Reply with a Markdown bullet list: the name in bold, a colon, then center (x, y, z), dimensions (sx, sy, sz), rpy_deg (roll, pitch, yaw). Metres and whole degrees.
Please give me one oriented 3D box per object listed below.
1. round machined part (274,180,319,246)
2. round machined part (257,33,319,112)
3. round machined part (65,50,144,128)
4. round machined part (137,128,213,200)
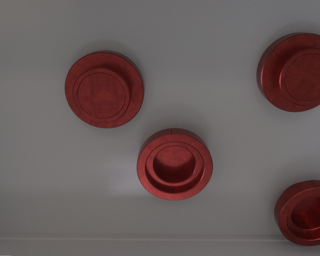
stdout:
- **round machined part**: center (0.214, 0.117, 0.447), dimensions (0.099, 0.042, 0.097), rpy_deg (0, 110, 0)
- **round machined part**: center (0.174, -0.065, 0.380), dimensions (0.099, 0.042, 0.097), rpy_deg (0, 110, 0)
- **round machined part**: center (-0.069, -0.045, 0.385), dimensions (0.099, 0.042, 0.097), rpy_deg (0, 110, 0)
- **round machined part**: center (0.019, 0.045, 0.419), dimensions (0.099, 0.042, 0.097), rpy_deg (0, 110, 0)
